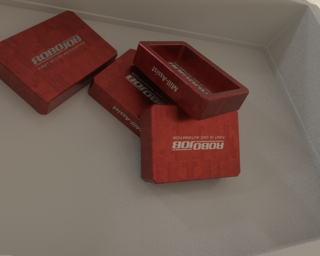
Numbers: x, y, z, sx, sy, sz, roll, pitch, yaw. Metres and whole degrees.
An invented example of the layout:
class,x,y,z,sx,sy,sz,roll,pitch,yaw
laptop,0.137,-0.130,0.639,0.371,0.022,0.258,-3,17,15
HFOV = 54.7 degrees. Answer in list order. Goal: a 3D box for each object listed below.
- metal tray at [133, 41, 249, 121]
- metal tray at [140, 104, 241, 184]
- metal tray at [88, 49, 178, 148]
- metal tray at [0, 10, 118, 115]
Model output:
class,x,y,z,sx,sy,sz,roll,pitch,yaw
metal tray,0.038,-0.067,0.399,0.091,0.030,0.130,-15,50,-42
metal tray,0.041,0.019,0.389,0.131,0.030,0.089,0,86,-29
metal tray,-0.017,-0.038,0.416,0.130,0.030,0.090,40,51,-1
metal tray,-0.128,-0.086,0.386,0.090,0.030,0.131,42,51,0
